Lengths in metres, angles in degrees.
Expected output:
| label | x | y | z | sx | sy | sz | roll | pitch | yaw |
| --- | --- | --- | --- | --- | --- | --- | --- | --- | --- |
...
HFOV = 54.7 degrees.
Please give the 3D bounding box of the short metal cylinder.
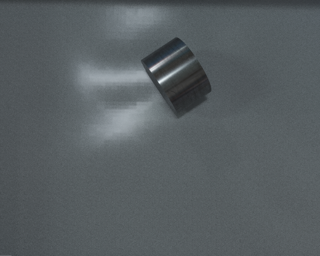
| label | x | y | z | sx | sy | sz | roll | pitch | yaw |
| --- | --- | --- | --- | --- | --- | --- | --- | --- | --- |
| short metal cylinder | 0.020 | -0.064 | 0.384 | 0.050 | 0.080 | 0.080 | -34 | 90 | 0 |
